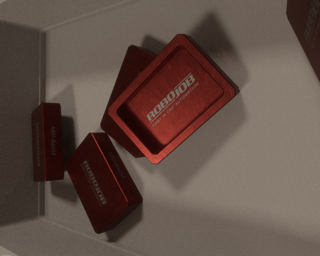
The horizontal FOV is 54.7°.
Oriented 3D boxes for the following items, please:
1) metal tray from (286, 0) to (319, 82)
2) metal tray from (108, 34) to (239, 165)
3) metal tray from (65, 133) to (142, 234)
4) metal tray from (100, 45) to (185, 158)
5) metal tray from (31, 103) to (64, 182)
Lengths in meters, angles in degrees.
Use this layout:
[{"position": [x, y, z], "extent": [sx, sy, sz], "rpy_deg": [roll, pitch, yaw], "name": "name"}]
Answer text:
[{"position": [0.129, -0.085, 0.230], "extent": [0.030, 0.130, 0.090], "rpy_deg": [-23, 75, 15], "name": "metal tray"}, {"position": [0.013, -0.031, 0.359], "extent": [0.130, 0.030, 0.090], "rpy_deg": [-43, 85, 22], "name": "metal tray"}, {"position": [-0.090, 0.082, 0.476], "extent": [0.090, 0.030, 0.130], "rpy_deg": [-47, 62, 29], "name": "metal tray"}, {"position": [-0.026, -0.036, 0.423], "extent": [0.090, 0.030, 0.129], "rpy_deg": [36, 112, 34], "name": "metal tray"}, {"position": [-0.199, 0.028, 0.544], "extent": [0.090, 0.030, 0.129], "rpy_deg": [-17, 76, 55], "name": "metal tray"}]
